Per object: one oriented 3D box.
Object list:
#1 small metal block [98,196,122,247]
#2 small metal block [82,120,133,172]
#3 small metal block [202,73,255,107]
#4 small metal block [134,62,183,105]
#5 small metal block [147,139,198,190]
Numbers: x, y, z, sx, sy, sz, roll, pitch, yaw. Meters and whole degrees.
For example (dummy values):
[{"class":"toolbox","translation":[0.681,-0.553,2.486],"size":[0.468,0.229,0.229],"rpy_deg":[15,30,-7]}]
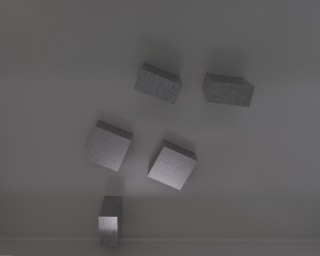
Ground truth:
[{"class":"small metal block","translation":[-0.070,0.133,0.446],"size":[0.025,0.050,0.050],"rpy_deg":[1,110,-1]},{"class":"small metal block","translation":[-0.070,0.024,0.419],"size":[0.050,0.025,0.050],"rpy_deg":[22,109,-8]},{"class":"small metal block","translation":[0.082,-0.048,0.381],"size":[0.050,0.050,0.025],"rpy_deg":[7,110,-3]},{"class":"small metal block","translation":[-0.002,-0.055,0.377],"size":[0.050,0.050,0.025],"rpy_deg":[21,109,-8]},{"class":"small metal block","translation":[0.017,0.051,0.430],"size":[0.050,0.025,0.050],"rpy_deg":[25,108,-9]}]
